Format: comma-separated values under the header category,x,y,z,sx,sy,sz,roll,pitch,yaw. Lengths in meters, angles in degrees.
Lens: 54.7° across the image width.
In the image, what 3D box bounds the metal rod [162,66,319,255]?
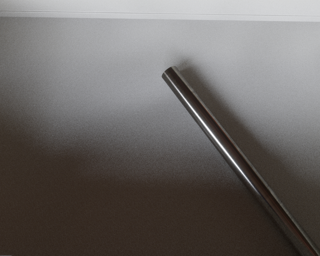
category,x,y,z,sx,sy,sz,roll,pitch,yaw
metal rod,0.096,0.038,0.396,0.025,0.025,0.299,-32,73,-11
